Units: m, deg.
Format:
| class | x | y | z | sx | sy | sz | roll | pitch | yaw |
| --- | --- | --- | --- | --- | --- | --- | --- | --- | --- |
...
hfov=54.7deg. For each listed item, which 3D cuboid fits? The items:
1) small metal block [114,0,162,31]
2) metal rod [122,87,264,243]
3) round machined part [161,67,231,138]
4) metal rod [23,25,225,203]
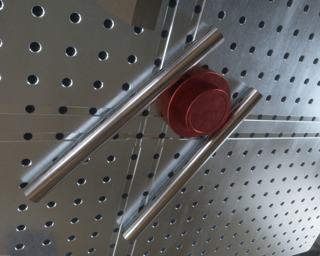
| class | x | y | z | sx | sy | sz | roll | pitch | yaw |
| --- | --- | --- | --- | --- | --- | --- | --- | --- | --- |
| small metal block | -0.020 | -0.129 | 0.305 | 0.025 | 0.050 | 0.050 | 3 | 117 | -30 |
| metal rod | 0.047 | 0.060 | 0.476 | 0.299 | 0.025 | 0.025 | -49 | 129 | 6 |
| round machined part | 0.055 | -0.028 | 0.415 | 0.099 | 0.042 | 0.097 | -14 | 125 | -21 |
| metal rod | -0.043 | -0.017 | 0.378 | 0.300 | 0.025 | 0.025 | -41 | 130 | -1 |
